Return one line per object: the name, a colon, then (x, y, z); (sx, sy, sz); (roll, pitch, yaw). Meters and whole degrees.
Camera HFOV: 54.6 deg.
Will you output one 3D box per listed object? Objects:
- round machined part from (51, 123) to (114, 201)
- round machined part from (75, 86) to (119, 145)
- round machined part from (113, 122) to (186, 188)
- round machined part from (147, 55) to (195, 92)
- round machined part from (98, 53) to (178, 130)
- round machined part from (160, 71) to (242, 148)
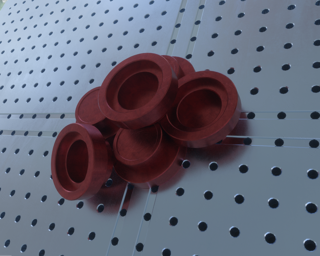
round machined part: (-0.099, 0.044, 0.407); (0.098, 0.042, 0.098); (-6, 80, 41)
round machined part: (-0.085, -0.023, 0.457); (0.098, 0.042, 0.098); (-13, 56, 21)
round machined part: (-0.020, 0.023, 0.394); (0.098, 0.042, 0.098); (-13, 56, 21)
round machined part: (0.002, -0.063, 0.436); (0.098, 0.042, 0.098); (-13, 56, 21)
round machined part: (-0.023, -0.041, 0.380); (0.098, 0.042, 0.098); (-13, 56, 21)
round machined part: (0.051, -0.019, 0.382); (0.098, 0.042, 0.098); (-13, 56, 21)
